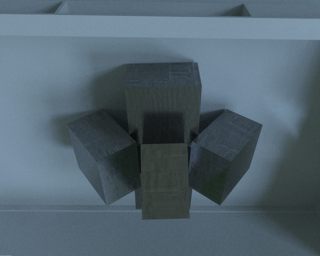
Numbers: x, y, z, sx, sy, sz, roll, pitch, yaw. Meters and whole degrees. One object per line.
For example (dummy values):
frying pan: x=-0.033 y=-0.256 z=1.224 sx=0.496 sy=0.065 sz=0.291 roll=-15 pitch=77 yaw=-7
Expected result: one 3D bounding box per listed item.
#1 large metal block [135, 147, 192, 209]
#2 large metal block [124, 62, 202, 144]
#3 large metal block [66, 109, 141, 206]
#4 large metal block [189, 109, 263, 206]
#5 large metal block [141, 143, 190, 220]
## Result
large metal block: x=0.005 y=0.075 z=0.455 sx=0.081 sy=0.050 sz=0.079 roll=0 pitch=130 yaw=-1
large metal block: x=0.004 y=-0.028 z=0.363 sx=0.080 sy=0.050 sz=0.079 roll=-1 pitch=130 yaw=1
large metal block: x=-0.070 y=0.036 z=0.391 sx=0.050 sy=0.080 sz=0.079 roll=-27 pitch=137 yaw=-26
large metal block: x=0.081 y=0.036 z=0.393 sx=0.050 sy=0.080 sz=0.079 roll=28 pitch=137 yaw=28
large metal block: x=0.005 y=0.059 z=0.369 sx=0.050 sy=0.080 sz=0.080 roll=-1 pitch=86 yaw=-1
